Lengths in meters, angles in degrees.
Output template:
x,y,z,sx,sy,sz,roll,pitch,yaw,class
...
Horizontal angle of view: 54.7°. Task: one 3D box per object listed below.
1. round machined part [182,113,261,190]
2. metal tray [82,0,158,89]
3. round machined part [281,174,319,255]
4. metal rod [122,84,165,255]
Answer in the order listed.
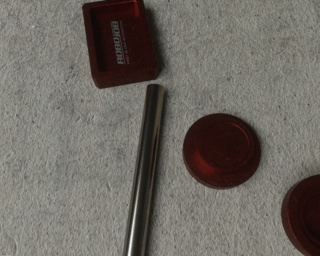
x,y,z,sx,sy,sz,roll,pitch,yaw,class
0.079,0.026,0.390,0.099,0.042,0.098,0,70,0,round machined part
-0.059,-0.127,0.451,0.091,0.030,0.130,-10,70,-4,metal tray
0.190,0.106,0.362,0.099,0.042,0.098,0,70,0,round machined part
-0.023,0.084,0.377,0.025,0.025,0.299,6,70,2,metal rod
